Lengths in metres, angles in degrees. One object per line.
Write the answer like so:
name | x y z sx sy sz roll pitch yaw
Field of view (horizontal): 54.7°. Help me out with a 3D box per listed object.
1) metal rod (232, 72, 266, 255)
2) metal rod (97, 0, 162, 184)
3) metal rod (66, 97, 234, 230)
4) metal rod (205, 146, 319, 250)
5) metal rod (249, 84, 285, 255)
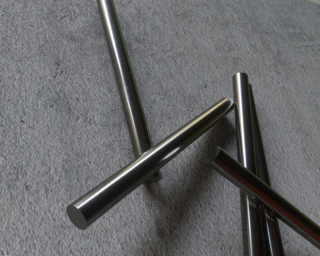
metal rod | 0.120 0.048 0.428 0.025 0.025 0.299 16 59 -20
metal rod | -0.048 -0.070 0.420 0.025 0.025 0.299 -2 63 -29
metal rod | 0.017 0.020 0.372 0.025 0.025 0.302 50 43 7
metal rod | 0.176 0.119 0.397 0.301 0.025 0.025 37 51 -14
metal rod | 0.141 0.060 0.442 0.025 0.025 0.299 13 56 -21
